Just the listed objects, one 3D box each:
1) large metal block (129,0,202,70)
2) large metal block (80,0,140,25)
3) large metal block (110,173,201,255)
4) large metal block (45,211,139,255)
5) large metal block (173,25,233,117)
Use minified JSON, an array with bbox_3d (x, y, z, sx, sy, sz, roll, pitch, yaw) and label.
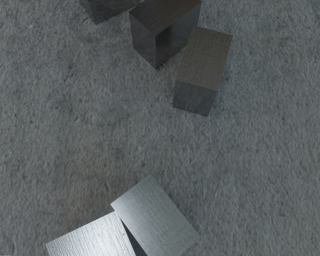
[{"bbox_3d":[0.007,-0.141,0.431,0.080,0.080,0.050,-41,75,-14],"label":"large metal block"},{"bbox_3d":[-0.087,-0.219,0.474,0.080,0.050,0.080,-30,73,-11],"label":"large metal block"},{"bbox_3d":[-0.005,0.104,0.341,0.050,0.080,0.080,-37,74,-13],"label":"large metal block"},{"bbox_3d":[-0.066,0.147,0.340,0.080,0.050,0.080,-24,72,-9],"label":"large metal block"},{"bbox_3d":[0.054,-0.071,0.406,0.050,0.080,0.080,16,71,5],"label":"large metal block"}]
